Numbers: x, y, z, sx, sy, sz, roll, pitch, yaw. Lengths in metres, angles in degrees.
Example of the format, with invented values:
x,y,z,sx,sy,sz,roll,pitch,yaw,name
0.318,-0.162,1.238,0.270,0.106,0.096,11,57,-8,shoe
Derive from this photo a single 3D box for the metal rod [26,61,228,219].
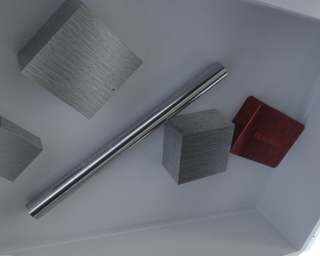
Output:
x,y,z,sx,sy,sz,roll,pitch,yaw,name
-0.039,0.013,0.396,0.301,0.025,0.025,-37,130,-4,metal rod

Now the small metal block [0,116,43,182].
x,y,z,sx,sy,sz,roll,pitch,yaw,name
-0.165,0.023,0.333,0.050,0.025,0.050,-46,130,4,small metal block

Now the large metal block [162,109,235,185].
x,y,z,sx,sy,sz,roll,pitch,yaw,name
0.052,0.025,0.438,0.081,0.050,0.079,-11,124,-23,large metal block

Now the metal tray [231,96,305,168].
x,y,z,sx,sy,sz,roll,pitch,yaw,name
0.170,0.010,0.508,0.131,0.030,0.090,19,108,-36,metal tray

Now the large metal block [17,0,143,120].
x,y,z,sx,sy,sz,roll,pitch,yaw,name
-0.079,-0.069,0.308,0.080,0.050,0.080,-47,130,4,large metal block
